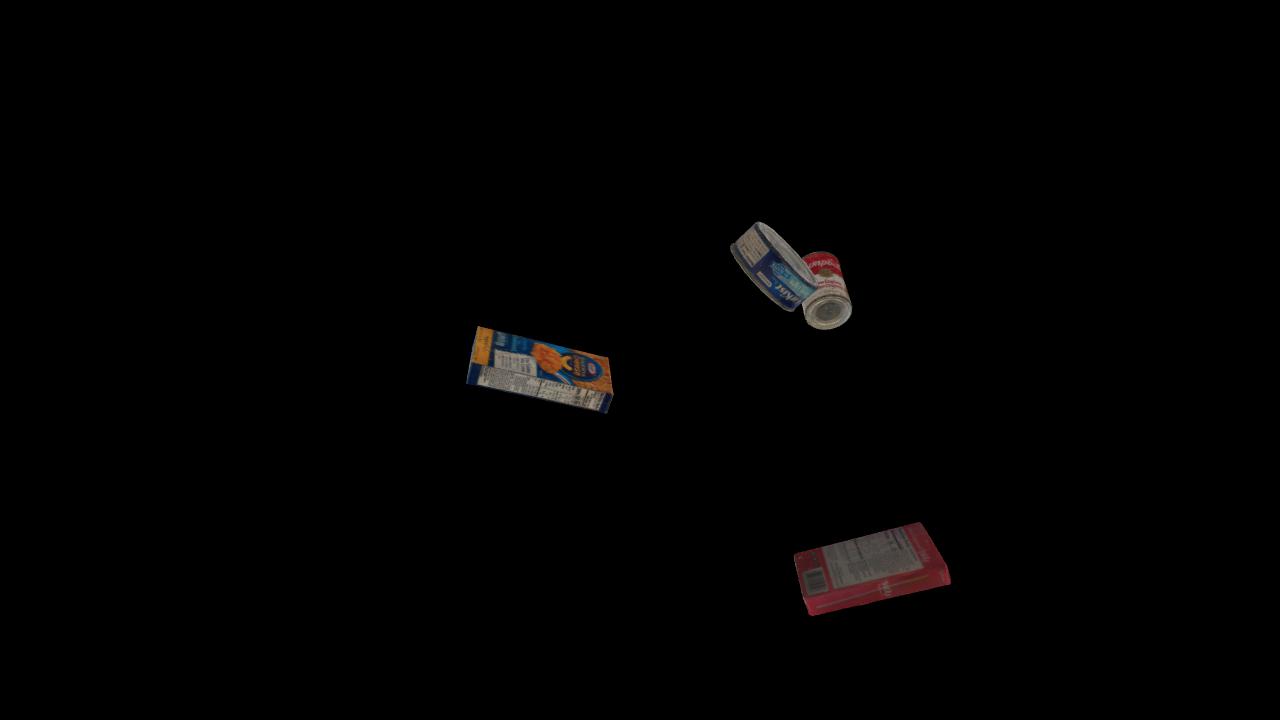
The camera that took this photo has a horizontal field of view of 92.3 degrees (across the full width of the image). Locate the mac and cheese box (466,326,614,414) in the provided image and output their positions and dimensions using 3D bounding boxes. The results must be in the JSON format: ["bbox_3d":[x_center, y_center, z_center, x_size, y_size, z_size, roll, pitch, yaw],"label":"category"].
[{"bbox_3d":[-0.130,0.013,0.812,0.184,0.041,0.093,13,28,-17],"label":"mac and cheese box"}]

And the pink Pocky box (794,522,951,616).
[{"bbox_3d":[0.258,0.236,0.699,0.155,0.029,0.084,-19,15,11],"label":"pink Pocky box"}]

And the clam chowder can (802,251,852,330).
[{"bbox_3d":[0.268,-0.102,0.903,0.068,0.102,0.068,1,-42,1],"label":"clam chowder can"}]

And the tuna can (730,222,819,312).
[{"bbox_3d":[0.123,-0.086,0.559,0.034,0.084,0.084,-43,-21,24],"label":"tuna can"}]
